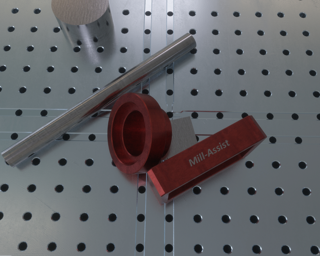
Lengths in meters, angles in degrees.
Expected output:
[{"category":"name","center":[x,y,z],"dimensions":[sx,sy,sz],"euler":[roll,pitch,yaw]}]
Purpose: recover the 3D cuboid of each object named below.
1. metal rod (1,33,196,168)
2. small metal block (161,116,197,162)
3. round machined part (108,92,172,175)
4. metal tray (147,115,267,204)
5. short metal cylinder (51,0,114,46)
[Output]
[{"category":"metal rod","center":[-0.074,-0.045,0.427],"dimensions":[0.301,0.025,0.025],"euler":[-35,74,-12]},{"category":"small metal block","center":[0.020,0.017,0.406],"dimensions":[0.050,0.025,0.050],"euler":[-12,71,-5]},{"category":"round machined part","center":[-0.022,0.007,0.381],"dimensions":[0.042,0.098,0.098],"euler":[1,65,-38]},{"category":"metal tray","center":[0.051,0.041,0.362],"dimensions":[0.131,0.090,0.030],"euler":[-28,73,-10]},{"category":"short metal cylinder","center":[-0.112,-0.169,0.459],"dimensions":[0.081,0.050,0.080],"euler":[0,70,0]}]
